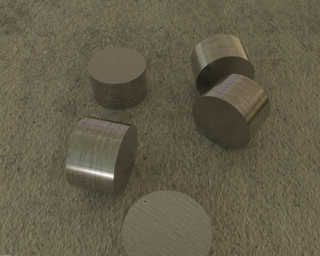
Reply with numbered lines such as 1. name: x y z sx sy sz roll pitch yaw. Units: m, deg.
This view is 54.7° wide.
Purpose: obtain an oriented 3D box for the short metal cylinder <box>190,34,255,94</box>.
1. short metal cylinder: 0.087 -0.084 0.439 0.081 0.080 0.050 -4 50 -4

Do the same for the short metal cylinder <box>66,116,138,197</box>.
1. short metal cylinder: -0.061 0.031 0.341 0.050 0.080 0.080 11 51 9

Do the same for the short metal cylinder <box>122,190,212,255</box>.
1. short metal cylinder: 0.006 0.108 0.296 0.080 0.050 0.080 0 50 0

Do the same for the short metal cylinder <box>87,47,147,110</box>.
1. short metal cylinder: -0.059 -0.072 0.447 0.080 0.050 0.080 0 50 0

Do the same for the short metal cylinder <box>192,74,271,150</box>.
1. short metal cylinder: 0.088 -0.020 0.385 0.080 0.080 0.050 32 57 24
